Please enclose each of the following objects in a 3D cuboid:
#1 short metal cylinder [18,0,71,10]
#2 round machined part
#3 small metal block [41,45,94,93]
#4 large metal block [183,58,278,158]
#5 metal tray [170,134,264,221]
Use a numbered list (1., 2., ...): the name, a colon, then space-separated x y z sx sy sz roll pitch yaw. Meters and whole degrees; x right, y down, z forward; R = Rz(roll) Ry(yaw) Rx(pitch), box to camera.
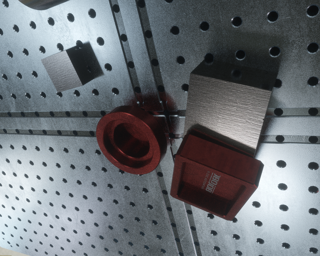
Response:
1. short metal cylinder: -0.124 -0.174 0.333 0.050 0.080 0.080 -5 116 30
2. round machined part: -0.035 0.012 0.426 0.098 0.042 0.097 13 124 21
3. small metal block: -0.128 -0.081 0.429 0.050 0.025 0.050 -9 114 32
4. large metal block: 0.075 -0.023 0.341 0.080 0.050 0.079 16 125 19
5. metal tray: 0.062 0.066 0.381 0.090 0.030 0.129 21 150 11
